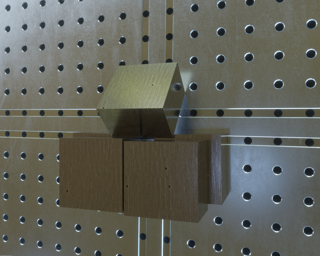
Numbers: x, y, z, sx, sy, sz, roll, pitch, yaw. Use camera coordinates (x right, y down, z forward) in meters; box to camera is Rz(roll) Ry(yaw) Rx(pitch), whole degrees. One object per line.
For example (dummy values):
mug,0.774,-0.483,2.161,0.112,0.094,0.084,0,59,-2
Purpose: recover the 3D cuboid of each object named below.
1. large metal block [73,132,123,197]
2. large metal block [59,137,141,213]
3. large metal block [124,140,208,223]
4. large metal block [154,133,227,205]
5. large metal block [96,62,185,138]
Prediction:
large metal block,-0.071,0.047,0.424,0.080,0.050,0.079,2,91,19
large metal block,-0.069,0.051,0.366,0.080,0.050,0.079,0,90,19
large metal block,0.008,0.053,0.341,0.080,0.050,0.079,0,90,19
large metal block,0.040,0.047,0.384,0.080,0.050,0.079,-1,90,19
large metal block,-0.020,-0.035,0.384,0.080,0.050,0.080,1,48,19
